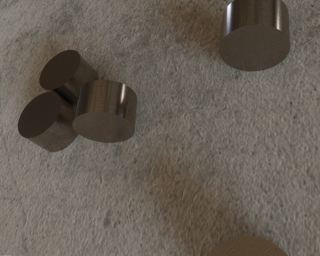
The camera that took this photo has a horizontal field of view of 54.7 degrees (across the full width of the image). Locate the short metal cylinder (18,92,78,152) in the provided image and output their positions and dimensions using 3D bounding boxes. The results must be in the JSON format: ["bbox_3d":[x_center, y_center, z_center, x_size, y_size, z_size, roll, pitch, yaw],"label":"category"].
[{"bbox_3d":[-0.169,-0.009,0.480,0.080,0.050,0.080,-13,56,20],"label":"short metal cylinder"}]

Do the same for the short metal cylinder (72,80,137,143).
[{"bbox_3d":[-0.073,-0.020,0.418,0.080,0.080,0.050,-12,57,21],"label":"short metal cylinder"}]

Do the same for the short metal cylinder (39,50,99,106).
[{"bbox_3d":[-0.150,-0.082,0.515,0.080,0.050,0.080,-13,56,20],"label":"short metal cylinder"}]

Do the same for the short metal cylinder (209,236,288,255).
[{"bbox_3d":[0.080,0.137,0.261,0.080,0.050,0.080,-13,56,20],"label":"short metal cylinder"}]

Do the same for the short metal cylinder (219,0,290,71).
[{"bbox_3d":[0.115,-0.114,0.378,0.080,0.080,0.050,-4,60,26],"label":"short metal cylinder"}]
